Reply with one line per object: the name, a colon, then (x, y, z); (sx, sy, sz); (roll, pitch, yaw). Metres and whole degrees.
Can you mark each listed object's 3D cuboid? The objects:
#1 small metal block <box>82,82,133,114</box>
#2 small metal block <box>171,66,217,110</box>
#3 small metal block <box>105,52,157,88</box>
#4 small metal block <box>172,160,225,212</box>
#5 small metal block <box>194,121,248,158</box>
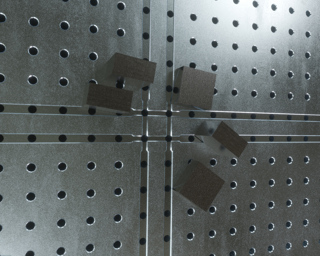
small metal block: (-0.065, -0.035, 0.375); (0.050, 0.050, 0.025); (10, 87, -20)
small metal block: (0.047, -0.054, 0.429); (0.050, 0.025, 0.050); (10, 87, -20)
small metal block: (-0.038, -0.070, 0.385); (0.050, 0.050, 0.025); (11, 87, -20)
small metal block: (0.054, 0.080, 0.432); (0.050, 0.025, 0.050); (38, 78, -16)
small metal block: (0.084, 0.015, 0.430); (0.050, 0.050, 0.025); (38, 78, -16)
